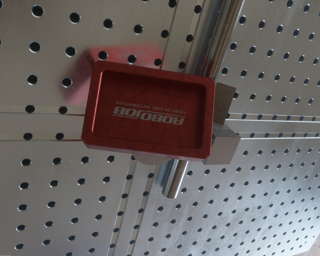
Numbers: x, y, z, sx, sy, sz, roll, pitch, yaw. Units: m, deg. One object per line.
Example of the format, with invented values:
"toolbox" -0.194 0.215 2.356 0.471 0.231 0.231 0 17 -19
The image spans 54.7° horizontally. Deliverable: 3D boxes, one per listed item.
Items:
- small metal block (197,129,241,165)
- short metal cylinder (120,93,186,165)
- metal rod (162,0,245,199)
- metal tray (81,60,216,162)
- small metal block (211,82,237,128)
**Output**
"small metal block" 0.091 0.029 0.482 0.050 0.025 0.050 3 117 -30
"short metal cylinder" -0.009 0.000 0.392 0.081 0.050 0.079 -14 124 -21
"metal rod" 0.052 -0.028 0.424 0.025 0.025 0.298 1 118 -30
"metal tray" -0.010 -0.017 0.332 0.131 0.030 0.090 8 77 -7
"small metal block" 0.078 -0.029 0.411 0.025 0.050 0.050 19 89 8
